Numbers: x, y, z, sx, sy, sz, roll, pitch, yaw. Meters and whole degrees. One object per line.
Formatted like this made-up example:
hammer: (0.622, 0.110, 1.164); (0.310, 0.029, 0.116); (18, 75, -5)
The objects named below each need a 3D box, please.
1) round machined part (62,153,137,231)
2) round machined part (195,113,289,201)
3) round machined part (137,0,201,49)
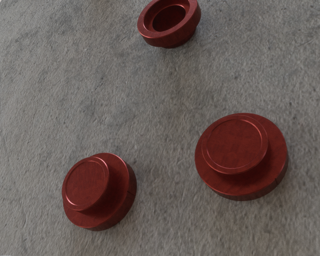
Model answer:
round machined part: (-0.082, 0.075, 0.388); (0.098, 0.042, 0.098); (-13, 56, 20)
round machined part: (0.084, 0.025, 0.333); (0.098, 0.042, 0.098); (-13, 56, 20)
round machined part: (0.018, -0.164, 0.483); (0.098, 0.042, 0.098); (-13, 56, 20)
